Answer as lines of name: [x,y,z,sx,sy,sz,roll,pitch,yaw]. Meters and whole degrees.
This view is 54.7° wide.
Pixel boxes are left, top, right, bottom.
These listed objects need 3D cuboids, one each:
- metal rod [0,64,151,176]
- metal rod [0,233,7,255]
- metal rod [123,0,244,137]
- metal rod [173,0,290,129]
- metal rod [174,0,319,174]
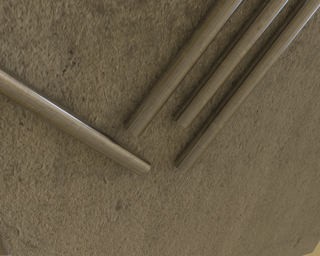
metal rod: [-0.114,-0.017,0.333,0.025,0.025,0.301,-48,129,5]
metal rod: [-0.205,0.081,0.344,0.025,0.025,0.298,-11,123,-23]
metal rod: [0.054,-0.113,0.366,0.025,0.025,0.299,30,101,-38]
metal rod: [0.118,-0.123,0.394,0.025,0.025,0.299,31,101,-38]
metal rod: [0.119,-0.057,0.435,0.025,0.025,0.299,29,102,-38]
